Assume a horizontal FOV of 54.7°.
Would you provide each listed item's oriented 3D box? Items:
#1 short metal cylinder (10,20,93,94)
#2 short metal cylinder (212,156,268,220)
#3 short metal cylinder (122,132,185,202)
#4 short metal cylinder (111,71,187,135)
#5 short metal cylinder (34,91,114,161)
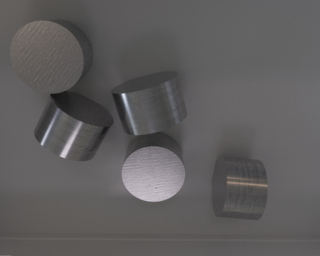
[{"bbox_3d":[-0.125,-0.085,0.365,0.081,0.050,0.079,0,110,0],"label":"short metal cylinder"},{"bbox_3d":[0.103,0.079,0.412,0.050,0.080,0.079,6,110,-2],"label":"short metal cylinder"},{"bbox_3d":[-0.008,0.051,0.417,0.081,0.050,0.079,0,110,0],"label":"short metal cylinder"},{"bbox_3d":[-0.012,-0.031,0.370,0.080,0.080,0.050,-14,110,5],"label":"short metal cylinder"},{"bbox_3d":[-0.104,-0.004,0.380,0.080,0.080,0.050,28,108,-10],"label":"short metal cylinder"}]
